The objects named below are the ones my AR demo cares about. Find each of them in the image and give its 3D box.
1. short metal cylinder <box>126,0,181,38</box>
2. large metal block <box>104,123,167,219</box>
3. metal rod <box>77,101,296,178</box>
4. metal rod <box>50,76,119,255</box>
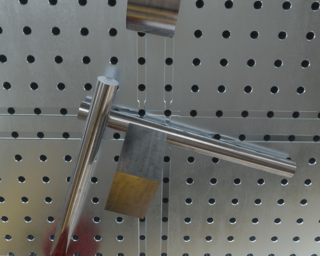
[{"bbox_3d":[-0.005,-0.142,0.332,0.050,0.080,0.079,10,110,-4],"label":"short metal cylinder"},{"bbox_3d":[-0.030,0.054,0.391,0.050,0.080,0.079,16,132,-6],"label":"large metal block"},{"bbox_3d":[0.041,0.017,0.420,0.302,0.025,0.025,16,109,-6],"label":"metal rod"},{"bbox_3d":[-0.109,0.071,0.421,0.025,0.025,0.298,18,115,-7],"label":"metal rod"}]
